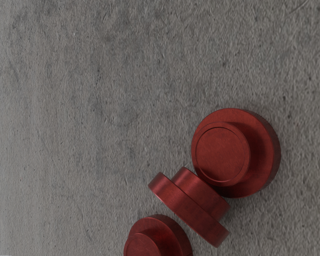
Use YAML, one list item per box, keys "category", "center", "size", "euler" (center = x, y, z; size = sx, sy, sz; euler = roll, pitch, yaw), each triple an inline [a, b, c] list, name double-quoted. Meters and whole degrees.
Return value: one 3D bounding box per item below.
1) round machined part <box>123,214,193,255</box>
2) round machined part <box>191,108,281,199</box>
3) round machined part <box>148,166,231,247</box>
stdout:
- category: "round machined part"
  center: [-0.009, 0.166, 0.402]
  size: [0.098, 0.042, 0.097]
  euler: [0, 90, 40]
- category: "round machined part"
  center: [0.073, 0.027, 0.333]
  size: [0.098, 0.042, 0.097]
  euler: [0, 90, 40]
- category: "round machined part"
  center: [0.037, 0.079, 0.337]
  size: [0.098, 0.098, 0.042]
  euler: [37, 82, 34]
